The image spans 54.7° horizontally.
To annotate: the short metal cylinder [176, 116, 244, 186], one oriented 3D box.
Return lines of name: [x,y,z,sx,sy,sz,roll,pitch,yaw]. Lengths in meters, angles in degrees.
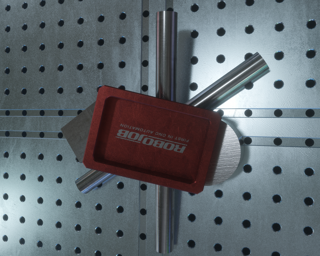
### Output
short metal cylinder: [0.059,0.026,0.377,0.080,0.050,0.079,0,90,19]

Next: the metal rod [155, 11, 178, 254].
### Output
metal rod: [0.007,0.013,0.385,0.025,0.025,0.298,4,101,19]

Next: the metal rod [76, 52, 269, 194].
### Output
metal rod: [0.005,0.002,0.410,0.300,0.025,0.025,-35,79,16]

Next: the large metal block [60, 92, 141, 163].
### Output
large metal block: [-0.065,-0.001,0.404,0.080,0.080,0.050,-35,79,16]

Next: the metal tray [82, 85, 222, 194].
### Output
metal tray: [-0.008,0.012,0.337,0.131,0.030,0.089,13,95,0]
